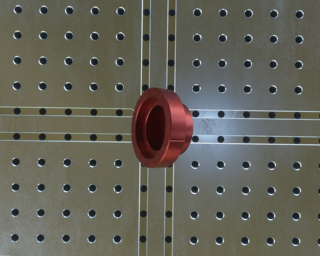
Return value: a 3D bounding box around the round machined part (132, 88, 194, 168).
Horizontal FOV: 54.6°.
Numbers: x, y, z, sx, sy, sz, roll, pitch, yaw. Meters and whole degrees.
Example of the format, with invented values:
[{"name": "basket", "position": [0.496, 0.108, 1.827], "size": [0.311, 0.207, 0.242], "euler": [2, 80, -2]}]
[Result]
[{"name": "round machined part", "position": [0.005, 0.000, 0.386], "size": [0.042, 0.098, 0.097], "euler": [3, 90, -31]}]
